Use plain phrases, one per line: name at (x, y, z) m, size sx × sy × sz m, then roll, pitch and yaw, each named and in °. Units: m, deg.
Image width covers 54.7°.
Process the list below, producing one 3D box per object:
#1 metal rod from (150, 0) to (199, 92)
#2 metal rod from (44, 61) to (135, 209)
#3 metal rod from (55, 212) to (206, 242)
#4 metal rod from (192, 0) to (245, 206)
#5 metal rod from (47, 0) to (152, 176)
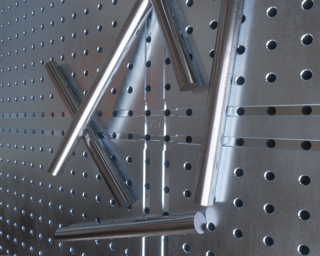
metal rod at (-0.006, -0.189, 0.412) m, size 0.025 × 0.025 × 0.299 m, roll -27°, pitch 74°, yaw 36°
metal rod at (-0.124, -0.002, 0.508) m, size 0.025 × 0.025 × 0.299 m, roll -49°, pitch 61°, yaw 28°
metal rod at (-0.064, 0.152, 0.459) m, size 0.299 × 0.025 × 0.025 m, roll -19°, pitch 78°, yaw 38°
metal rod at (0.070, -0.060, 0.350) m, size 0.025 × 0.025 × 0.298 m, roll 12°, pitch 98°, yaw 39°
metal rod at (-0.095, -0.053, 0.462) m, size 0.025 × 0.025 × 0.298 m, roll 41°, pitch 108°, yaw 32°
